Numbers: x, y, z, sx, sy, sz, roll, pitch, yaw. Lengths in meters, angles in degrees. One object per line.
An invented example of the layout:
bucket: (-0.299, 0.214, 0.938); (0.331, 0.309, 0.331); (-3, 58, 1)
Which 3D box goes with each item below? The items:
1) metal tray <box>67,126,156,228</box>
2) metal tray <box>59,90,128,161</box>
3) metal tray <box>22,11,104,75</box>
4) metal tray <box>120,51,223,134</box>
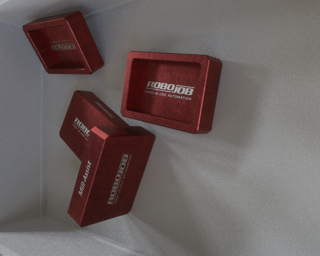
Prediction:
metal tray: (-0.064, 0.062, 0.417); (0.030, 0.091, 0.129); (30, 109, 36)
metal tray: (-0.103, 0.009, 0.489); (0.130, 0.030, 0.089); (40, 114, 32)
metal tray: (-0.159, -0.134, 0.504); (0.130, 0.030, 0.090); (9, 132, 39)
metal tray: (0.009, -0.048, 0.396); (0.130, 0.030, 0.089); (14, 99, 39)
